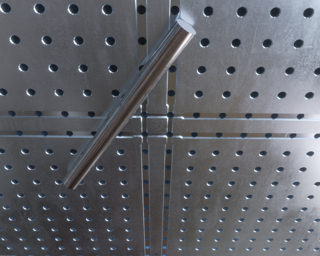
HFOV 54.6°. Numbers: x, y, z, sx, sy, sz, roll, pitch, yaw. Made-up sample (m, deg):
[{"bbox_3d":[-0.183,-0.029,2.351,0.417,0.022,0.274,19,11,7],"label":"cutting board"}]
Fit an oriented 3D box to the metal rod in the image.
[{"bbox_3d":[-0.055,-0.010,0.401,0.025,0.025,0.299,27,125,-21],"label":"metal rod"}]
